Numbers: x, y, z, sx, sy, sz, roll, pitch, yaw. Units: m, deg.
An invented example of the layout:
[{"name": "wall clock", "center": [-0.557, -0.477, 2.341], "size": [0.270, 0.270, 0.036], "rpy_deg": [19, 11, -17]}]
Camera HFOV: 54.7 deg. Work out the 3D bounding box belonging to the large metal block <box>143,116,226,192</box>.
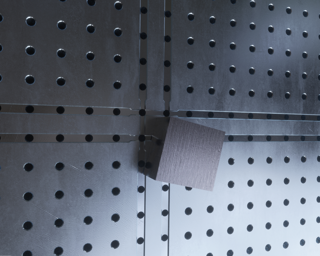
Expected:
[{"name": "large metal block", "center": [0.032, 0.034, 0.412], "size": [0.081, 0.050, 0.080], "rpy_deg": [15, 85, -20]}]
